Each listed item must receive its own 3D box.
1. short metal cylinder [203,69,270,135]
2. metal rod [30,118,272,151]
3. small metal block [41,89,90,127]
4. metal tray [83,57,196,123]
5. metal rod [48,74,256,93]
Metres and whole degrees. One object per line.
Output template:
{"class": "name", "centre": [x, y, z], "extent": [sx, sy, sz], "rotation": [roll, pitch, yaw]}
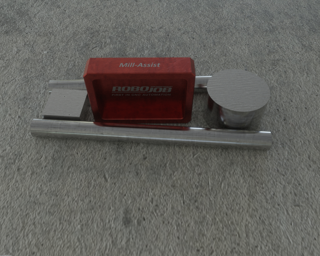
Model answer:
{"class": "short metal cylinder", "centre": [0.101, -0.034, 0.417], "extent": [0.081, 0.050, 0.080], "rotation": [0, 50, 0]}
{"class": "metal rod", "centre": [-0.013, 0.008, 0.398], "extent": [0.302, 0.025, 0.025], "rotation": [3, 50, 2]}
{"class": "small metal block", "centre": [-0.127, -0.027, 0.427], "extent": [0.050, 0.025, 0.050], "rotation": [3, 50, 3]}
{"class": "metal tray", "centre": [-0.024, -0.046, 0.399], "extent": [0.131, 0.090, 0.030], "rotation": [0, 50, 0]}
{"class": "metal rod", "centre": [-0.008, -0.062, 0.457], "extent": [0.302, 0.025, 0.025], "rotation": [-2, 50, -2]}
